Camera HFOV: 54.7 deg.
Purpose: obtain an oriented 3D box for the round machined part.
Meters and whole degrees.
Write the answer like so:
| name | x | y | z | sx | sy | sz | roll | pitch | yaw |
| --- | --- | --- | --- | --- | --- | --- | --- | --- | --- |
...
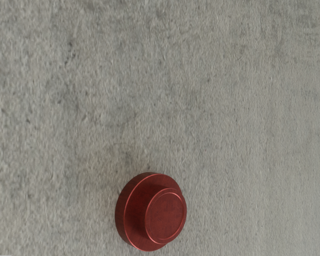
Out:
| name | x | y | z | sx | sy | sz | roll | pitch | yaw |
| --- | --- | --- | --- | --- | --- | --- | --- | --- | --- |
| round machined part | -0.004 | 0.107 | 0.393 | 0.099 | 0.042 | 0.097 | 0 | 90 | -40 |
